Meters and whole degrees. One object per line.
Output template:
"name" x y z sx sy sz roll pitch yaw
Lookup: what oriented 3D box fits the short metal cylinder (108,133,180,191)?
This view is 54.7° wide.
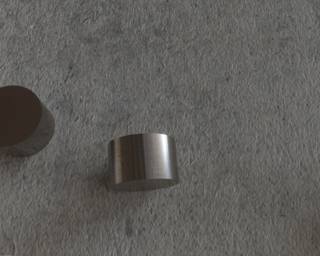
"short metal cylinder" -0.020 0.043 0.363 0.081 0.080 0.050 -5 70 -2

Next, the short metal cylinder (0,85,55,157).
"short metal cylinder" -0.183 -0.007 0.395 0.081 0.050 0.080 0 70 0
